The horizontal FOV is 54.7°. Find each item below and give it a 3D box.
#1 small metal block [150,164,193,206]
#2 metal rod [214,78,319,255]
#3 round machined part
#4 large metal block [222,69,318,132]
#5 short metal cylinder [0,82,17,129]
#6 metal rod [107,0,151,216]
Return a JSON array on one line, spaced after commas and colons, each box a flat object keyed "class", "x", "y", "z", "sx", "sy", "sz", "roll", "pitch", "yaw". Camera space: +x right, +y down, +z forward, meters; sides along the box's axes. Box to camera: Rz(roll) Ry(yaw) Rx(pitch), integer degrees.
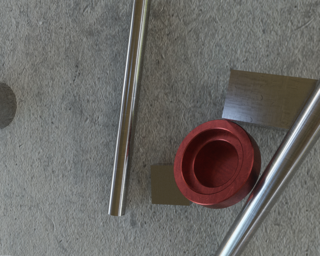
[{"class": "small metal block", "x": 0.016, "y": 0.072, "z": 0.402, "sx": 0.050, "sy": 0.025, "sz": 0.050, "roll": -2, "pitch": 90, "yaw": 19}, {"class": "metal rod", "x": 0.109, "y": 0.062, "z": 0.311, "sx": 0.025, "sy": 0.025, "sz": 0.298, "roll": 29, "pitch": 122, "yaw": 17}, {"class": "round machined part", "x": 0.067, "y": 0.043, "z": 0.351, "sx": 0.098, "sy": 0.042, "sz": 0.098, "roll": -20, "pitch": 54, "yaw": 32}, {"class": "large metal block", "x": 0.118, "y": -0.026, "z": 0.337, "sx": 0.080, "sy": 0.080, "sz": 0.050, "roll": 11, "pitch": 91, "yaw": 19}, {"class": "short metal cylinder", "x": -0.279, "y": -0.037, "z": 0.492, "sx": 0.080, "sy": 0.050, "sz": 0.079, "roll": 0, "pitch": 90, "yaw": 19}, {"class": "metal rod", "x": -0.042, "y": -0.030, "z": 0.422, "sx": 0.025, "sy": 0.025, "sz": 0.298, "roll": 8, "pitch": 93, "yaw": 19}]
